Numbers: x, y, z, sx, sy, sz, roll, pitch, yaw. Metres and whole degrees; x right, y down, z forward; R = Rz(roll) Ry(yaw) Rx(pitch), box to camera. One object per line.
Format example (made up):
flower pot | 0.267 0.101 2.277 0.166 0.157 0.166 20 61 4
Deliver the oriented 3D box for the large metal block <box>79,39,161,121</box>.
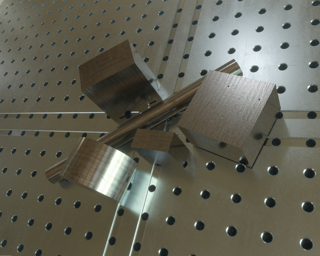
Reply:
large metal block | -0.056 -0.065 0.442 0.080 0.080 0.050 -25 53 12

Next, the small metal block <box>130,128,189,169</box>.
small metal block | 0.001 0.025 0.375 0.050 0.050 0.025 5 65 30

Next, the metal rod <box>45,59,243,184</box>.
metal rod | -0.027 -0.005 0.423 0.301 0.025 0.025 -30 52 8

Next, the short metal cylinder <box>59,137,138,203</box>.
short metal cylinder | -0.074 0.052 0.377 0.080 0.080 0.050 12 68 33

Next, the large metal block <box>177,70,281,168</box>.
large metal block | 0.080 -0.013 0.354 0.080 0.050 0.080 21 73 35
